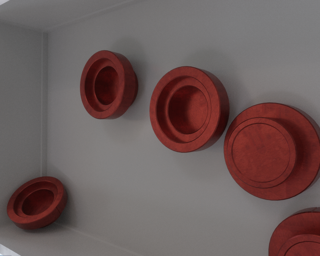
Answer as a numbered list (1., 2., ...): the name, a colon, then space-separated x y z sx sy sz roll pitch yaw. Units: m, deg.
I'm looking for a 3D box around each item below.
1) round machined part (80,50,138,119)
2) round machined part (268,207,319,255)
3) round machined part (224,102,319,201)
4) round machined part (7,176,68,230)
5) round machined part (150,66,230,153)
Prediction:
1. round machined part: -0.070 -0.061 0.454 0.098 0.042 0.097 0 90 40
2. round machined part: 0.145 0.124 0.276 0.098 0.042 0.097 0 90 40
3. round machined part: 0.107 0.023 0.308 0.098 0.042 0.097 0 90 40
4. round machined part: -0.211 0.136 0.547 0.098 0.099 0.042 28 143 36
5. round machined part: 0.038 -0.021 0.365 0.098 0.042 0.097 0 90 40
